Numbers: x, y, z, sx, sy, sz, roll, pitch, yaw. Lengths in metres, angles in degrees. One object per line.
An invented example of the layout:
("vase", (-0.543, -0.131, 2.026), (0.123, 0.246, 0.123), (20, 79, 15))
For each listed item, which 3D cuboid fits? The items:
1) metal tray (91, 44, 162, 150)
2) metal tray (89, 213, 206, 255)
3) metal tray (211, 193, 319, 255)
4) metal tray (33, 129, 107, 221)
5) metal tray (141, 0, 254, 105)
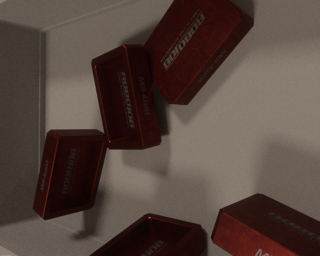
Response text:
("metal tray", (-0.047, -0.037, 0.415), (0.090, 0.030, 0.129), (-5, 97, 51))
("metal tray", (-0.020, 0.147, 0.351), (0.090, 0.131, 0.030), (0, 106, 40))
("metal tray", (0.122, 0.104, 0.263), (0.130, 0.091, 0.030), (24, 105, 37))
("metal tray", (-0.134, 0.067, 0.472), (0.030, 0.091, 0.129), (24, 105, 37))
("metal tray", (0.035, -0.102, 0.373), (0.129, 0.030, 0.090), (-51, 61, 27))
